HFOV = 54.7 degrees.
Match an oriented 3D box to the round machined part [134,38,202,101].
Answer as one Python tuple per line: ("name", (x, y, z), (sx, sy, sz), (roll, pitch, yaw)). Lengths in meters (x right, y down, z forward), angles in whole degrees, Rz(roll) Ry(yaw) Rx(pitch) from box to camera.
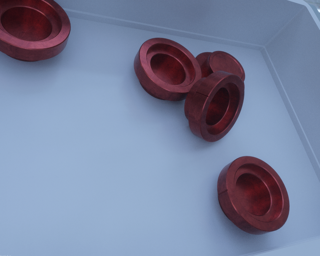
("round machined part", (0.008, -0.079, 0.449), (0.099, 0.042, 0.098), (14, 56, -21))

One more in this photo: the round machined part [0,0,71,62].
("round machined part", (-0.164, -0.121, 0.381), (0.099, 0.042, 0.098), (14, 56, -21))

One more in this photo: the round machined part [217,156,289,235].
("round machined part", (0.116, 0.089, 0.405), (0.099, 0.042, 0.098), (14, 56, -21))

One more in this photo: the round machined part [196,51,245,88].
("round machined part", (0.098, -0.086, 0.502), (0.099, 0.042, 0.098), (14, 56, -21))

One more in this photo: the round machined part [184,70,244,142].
("round machined part", (0.072, -0.033, 0.432), (0.099, 0.097, 0.042), (-26, 39, -37))
